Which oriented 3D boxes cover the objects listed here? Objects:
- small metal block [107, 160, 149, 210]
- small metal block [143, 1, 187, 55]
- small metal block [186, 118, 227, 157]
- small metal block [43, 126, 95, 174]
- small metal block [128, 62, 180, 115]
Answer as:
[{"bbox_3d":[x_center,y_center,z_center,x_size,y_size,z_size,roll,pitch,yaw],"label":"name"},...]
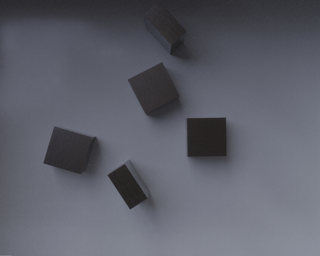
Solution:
[{"bbox_3d":[-0.039,0.071,0.398,0.025,0.050,0.050,-33,90,0],"label":"small metal block"},{"bbox_3d":[0.006,-0.127,0.399,0.025,0.050,0.050,-42,90,0],"label":"small metal block"},{"bbox_3d":[0.060,0.012,0.412,0.050,0.025,0.050,-1,90,0],"label":"small metal block"},{"bbox_3d":[-0.119,0.029,0.410,0.050,0.025,0.050,16,90,0],"label":"small metal block"},{"bbox_3d":[-0.008,-0.052,0.411,0.050,0.025,0.050,-27,90,0],"label":"small metal block"}]
